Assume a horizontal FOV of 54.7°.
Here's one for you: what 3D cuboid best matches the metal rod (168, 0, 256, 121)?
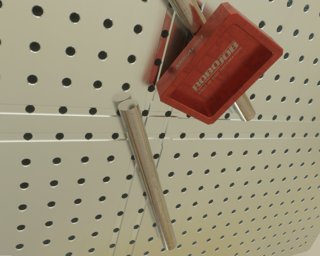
[{"bbox_3d":[0.056,-0.105,0.378,0.025,0.025,0.300,-42,130,0],"label":"metal rod"}]

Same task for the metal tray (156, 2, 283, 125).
[{"bbox_3d":[0.069,-0.070,0.373,0.090,0.030,0.129,24,122,-31],"label":"metal tray"}]

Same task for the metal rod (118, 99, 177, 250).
[{"bbox_3d":[-0.010,0.089,0.462,0.025,0.025,0.298,-24,128,-14],"label":"metal rod"}]
